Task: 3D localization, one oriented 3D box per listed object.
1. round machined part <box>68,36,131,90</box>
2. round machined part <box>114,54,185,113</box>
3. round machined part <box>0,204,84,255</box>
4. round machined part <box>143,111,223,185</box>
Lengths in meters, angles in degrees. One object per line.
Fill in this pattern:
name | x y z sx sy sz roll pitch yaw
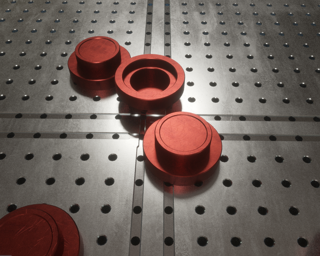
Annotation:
round machined part | -0.095 -0.107 0.486 0.099 0.042 0.098 0 50 0
round machined part | -0.014 -0.060 0.447 0.099 0.042 0.098 0 50 0
round machined part | -0.127 0.117 0.296 0.099 0.042 0.098 0 50 0
round machined part | 0.028 0.018 0.382 0.099 0.042 0.098 0 50 0
